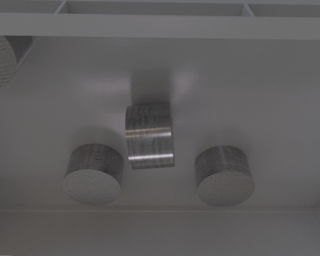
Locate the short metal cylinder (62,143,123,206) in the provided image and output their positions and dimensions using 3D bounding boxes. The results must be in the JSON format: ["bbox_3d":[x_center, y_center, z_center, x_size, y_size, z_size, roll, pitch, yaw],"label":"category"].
[{"bbox_3d":[-0.095,0.068,0.450,0.081,0.050,0.079,0,130,0],"label":"short metal cylinder"}]

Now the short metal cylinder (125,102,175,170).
[{"bbox_3d":[-0.010,0.010,0.381,0.050,0.080,0.080,-5,130,4],"label":"short metal cylinder"}]

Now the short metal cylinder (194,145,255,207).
[{"bbox_3d":[0.093,0.071,0.454,0.081,0.050,0.079,0,130,0],"label":"short metal cylinder"}]

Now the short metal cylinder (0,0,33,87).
[{"bbox_3d":[-0.180,-0.087,0.317,0.081,0.050,0.079,0,130,0],"label":"short metal cylinder"}]
